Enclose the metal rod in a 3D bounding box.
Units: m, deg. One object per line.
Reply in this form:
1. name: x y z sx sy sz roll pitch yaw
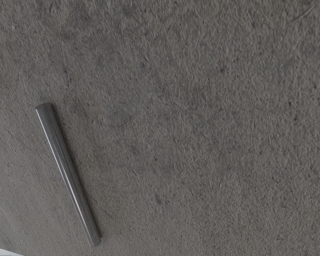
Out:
1. metal rod: -0.155 0.096 0.548 0.025 0.025 0.298 3 120 27
